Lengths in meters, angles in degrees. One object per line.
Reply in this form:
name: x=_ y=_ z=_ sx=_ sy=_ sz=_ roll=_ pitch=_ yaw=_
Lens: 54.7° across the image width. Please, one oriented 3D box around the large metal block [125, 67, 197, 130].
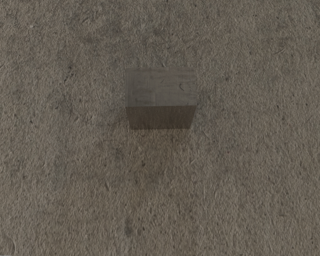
large metal block: x=0.000 y=-0.035 z=0.393 sx=0.081 sy=0.080 sz=0.050 roll=-1 pitch=70 yaw=-1
